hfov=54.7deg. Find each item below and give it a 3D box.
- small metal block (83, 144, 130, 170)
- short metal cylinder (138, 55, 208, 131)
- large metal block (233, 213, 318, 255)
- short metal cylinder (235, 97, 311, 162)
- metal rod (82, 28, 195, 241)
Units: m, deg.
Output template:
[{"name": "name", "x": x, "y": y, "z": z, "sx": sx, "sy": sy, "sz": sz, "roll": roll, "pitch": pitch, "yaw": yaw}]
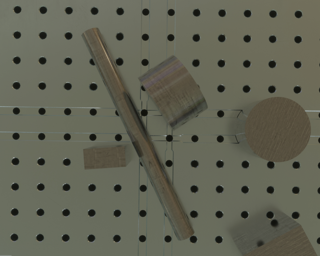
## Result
[{"name": "small metal block", "x": -0.067, "y": 0.036, "z": 0.400, "sx": 0.050, "sy": 0.050, "sz": 0.025, "roll": -4, "pitch": 90, "yaw": 0}, {"name": "short metal cylinder", "x": 0.016, "y": -0.043, "z": 0.386, "sx": 0.050, "sy": 0.080, "sz": 0.080, "roll": -34, "pitch": 90, "yaw": 0}, {"name": "large metal block", "x": 0.155, "y": 0.172, "z": 0.402, "sx": 0.080, "sy": 0.050, "sz": 0.080, "roll": -28, "pitch": 90, "yaw": 0}, {"name": "short metal cylinder", "x": 0.144, "y": 0.002, "z": 0.402, "sx": 0.081, "sy": 0.050, "sz": 0.080, "roll": 0, "pitch": 90, "yaw": 0}, {"name": "metal rod", "x": -0.029, "y": 0.008, "z": 0.412, "sx": 0.025, "sy": 0.025, "sz": 0.299, "roll": -25, "pitch": 90, "yaw": 0}]
